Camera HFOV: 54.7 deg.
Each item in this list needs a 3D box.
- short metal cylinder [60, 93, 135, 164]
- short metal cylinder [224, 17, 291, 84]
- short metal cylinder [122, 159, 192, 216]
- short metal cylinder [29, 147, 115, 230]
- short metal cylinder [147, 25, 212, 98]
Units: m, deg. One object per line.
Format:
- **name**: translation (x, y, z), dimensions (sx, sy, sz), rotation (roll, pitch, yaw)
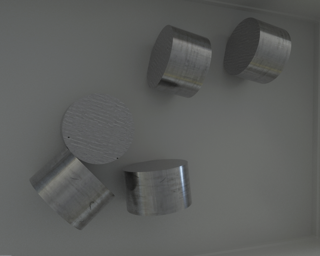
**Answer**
- **short metal cylinder**: translation (-0.076, 0.001, 0.370), dimensions (0.081, 0.050, 0.079), rotation (0, 90, -21)
- **short metal cylinder**: translation (0.134, -0.106, 0.432), dimensions (0.050, 0.080, 0.080), rotation (11, 86, -20)
- **short metal cylinder**: translation (-0.003, 0.070, 0.381), dimensions (0.081, 0.080, 0.050), rotation (-7, 93, -20)
- **short metal cylinder**: translation (-0.096, 0.067, 0.346), dimensions (0.050, 0.080, 0.080), rotation (-45, 104, -14)
- **short metal cylinder**: translation (0.022, -0.083, 0.390), dimensions (0.050, 0.080, 0.080), rotation (12, 86, -20)
